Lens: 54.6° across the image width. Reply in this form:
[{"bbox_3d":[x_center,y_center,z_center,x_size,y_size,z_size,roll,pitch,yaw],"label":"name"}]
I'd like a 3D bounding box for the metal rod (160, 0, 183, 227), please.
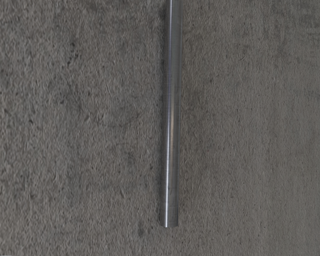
[{"bbox_3d":[0.016,-0.020,0.416,0.025,0.025,0.298,2,89,-40],"label":"metal rod"}]
